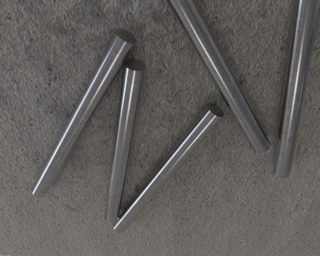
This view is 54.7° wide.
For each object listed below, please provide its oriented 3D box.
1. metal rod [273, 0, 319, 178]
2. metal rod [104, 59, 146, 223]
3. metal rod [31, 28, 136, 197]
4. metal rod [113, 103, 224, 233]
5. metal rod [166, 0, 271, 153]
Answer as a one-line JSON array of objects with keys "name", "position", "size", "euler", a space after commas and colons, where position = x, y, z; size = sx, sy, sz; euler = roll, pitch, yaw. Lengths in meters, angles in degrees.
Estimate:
[{"name": "metal rod", "position": [0.159, -0.047, 0.368], "size": [0.025, 0.025, 0.298], "euler": [-7, 130, 5]}, {"name": "metal rod", "position": [-0.056, 0.041, 0.441], "size": [0.025, 0.025, 0.298], "euler": [8, 130, -7]}, {"name": "metal rod", "position": [-0.113, 0.001, 0.406], "size": [0.025, 0.025, 0.298], "euler": [25, 126, -20]}, {"name": "metal rod", "position": [-0.002, 0.077, 0.472], "size": [0.025, 0.025, 0.298], "euler": [23, 127, -18]}, {"name": "metal rod", "position": [0.063, -0.072, 0.346], "size": [0.025, 0.025, 0.300], "euler": [-25, 126, 20]}]
